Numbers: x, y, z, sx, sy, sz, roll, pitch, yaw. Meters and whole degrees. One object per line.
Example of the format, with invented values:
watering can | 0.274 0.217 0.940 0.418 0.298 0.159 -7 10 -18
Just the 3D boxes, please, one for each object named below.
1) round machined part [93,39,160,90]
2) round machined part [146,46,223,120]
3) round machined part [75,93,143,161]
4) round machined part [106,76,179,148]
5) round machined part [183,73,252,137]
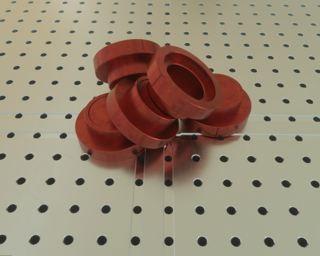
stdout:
round machined part | -0.041 -0.080 0.433 0.099 0.098 0.042 -10 77 -8
round machined part | 0.025 -0.050 0.376 0.099 0.042 0.098 24 43 -24
round machined part | -0.061 -0.009 0.403 0.099 0.042 0.098 0 50 0
round machined part | -0.013 -0.026 0.388 0.098 0.042 0.098 28 39 -25
round machined part | 0.077 -0.038 0.429 0.099 0.042 0.098 0 50 0
